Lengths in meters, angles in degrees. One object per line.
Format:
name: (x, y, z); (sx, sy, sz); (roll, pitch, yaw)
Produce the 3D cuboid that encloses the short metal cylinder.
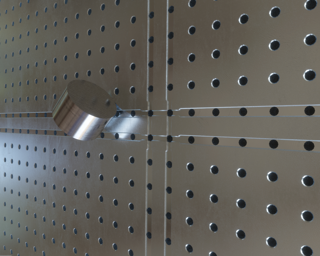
short metal cylinder: (-0.113, -0.027, 0.469); (0.050, 0.081, 0.080); (-49, 61, 29)
